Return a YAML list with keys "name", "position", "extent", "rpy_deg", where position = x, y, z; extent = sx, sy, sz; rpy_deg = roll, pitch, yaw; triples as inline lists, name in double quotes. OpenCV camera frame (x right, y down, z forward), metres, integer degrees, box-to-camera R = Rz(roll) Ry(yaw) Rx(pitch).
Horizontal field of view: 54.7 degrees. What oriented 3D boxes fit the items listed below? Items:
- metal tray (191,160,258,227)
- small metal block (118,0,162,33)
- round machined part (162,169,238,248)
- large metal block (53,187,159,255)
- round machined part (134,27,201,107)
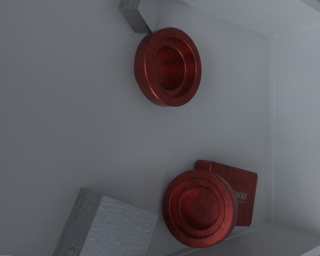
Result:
- name: "metal tray"
  position: [0.103, 0.106, 0.490]
  extent: [0.131, 0.030, 0.090]
  rpy_deg: [18, 78, -40]
- name: "small metal block"
  position: [-0.022, -0.151, 0.376]
  extent: [0.050, 0.025, 0.050]
  rpy_deg: [40, 62, -65]
- name: "round machined part"
  position: [0.056, 0.106, 0.413]
  extent: [0.042, 0.098, 0.098]
  rpy_deg: [26, 73, -58]
- name: "large metal block"
  position: [-0.058, 0.120, 0.343]
  extent: [0.080, 0.050, 0.080]
  rpy_deg: [32, 70, -36]
- name: "round machined part"
  position: [0.006, -0.076, 0.400]
  extent: [0.099, 0.042, 0.097]
  rpy_deg: [-3, 94, -41]
